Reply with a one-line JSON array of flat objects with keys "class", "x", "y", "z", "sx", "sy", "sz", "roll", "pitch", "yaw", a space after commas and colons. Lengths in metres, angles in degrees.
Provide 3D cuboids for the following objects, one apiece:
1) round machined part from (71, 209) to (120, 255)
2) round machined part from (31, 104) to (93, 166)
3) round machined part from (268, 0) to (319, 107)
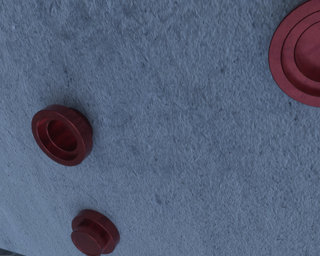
[{"class": "round machined part", "x": -0.130, "y": 0.207, "z": 0.593, "sx": 0.098, "sy": 0.042, "sz": 0.097, "roll": 13, "pitch": 124, "yaw": 21}, {"class": "round machined part", "x": -0.144, "y": 0.007, "z": 0.476, "sx": 0.098, "sy": 0.042, "sz": 0.097, "roll": 13, "pitch": 124, "yaw": 21}, {"class": "round machined part", "x": 0.150, "y": -0.070, "z": 0.273, "sx": 0.098, "sy": 0.042, "sz": 0.097, "roll": 13, "pitch": 124, "yaw": 21}]
